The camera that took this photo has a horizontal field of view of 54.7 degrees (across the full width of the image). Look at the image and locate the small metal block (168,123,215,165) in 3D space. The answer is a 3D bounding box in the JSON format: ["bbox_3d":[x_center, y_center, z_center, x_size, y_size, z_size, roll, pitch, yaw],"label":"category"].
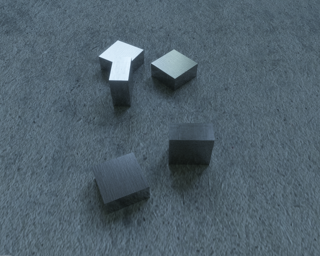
[{"bbox_3d":[0.036,0.020,0.370,0.050,0.050,0.025,1,50,0],"label":"small metal block"}]

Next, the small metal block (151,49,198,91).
[{"bbox_3d":[0.022,-0.090,0.479,0.050,0.025,0.050,-37,59,-27],"label":"small metal block"}]

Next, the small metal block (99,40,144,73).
[{"bbox_3d":[-0.060,-0.110,0.495,0.050,0.025,0.050,25,54,19],"label":"small metal block"}]

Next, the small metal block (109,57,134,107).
[{"bbox_3d":[-0.054,-0.066,0.442,0.025,0.050,0.050,1,50,1],"label":"small metal block"}]

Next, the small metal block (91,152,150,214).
[{"bbox_3d":[-0.044,0.061,0.351,0.050,0.025,0.050,-19,53,-15],"label":"small metal block"}]
